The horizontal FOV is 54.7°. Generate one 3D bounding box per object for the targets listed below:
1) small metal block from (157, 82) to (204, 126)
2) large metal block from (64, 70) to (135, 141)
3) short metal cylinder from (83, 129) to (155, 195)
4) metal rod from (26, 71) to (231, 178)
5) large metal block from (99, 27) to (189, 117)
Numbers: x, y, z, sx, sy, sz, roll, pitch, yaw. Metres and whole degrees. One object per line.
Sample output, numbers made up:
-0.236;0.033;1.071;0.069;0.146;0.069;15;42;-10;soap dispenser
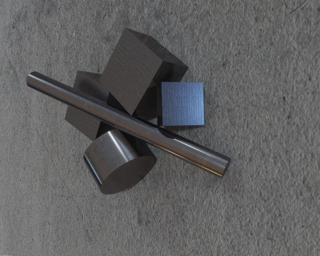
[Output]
0.024;-0.028;0.368;0.025;0.050;0.050;175;94;-75;small metal block
-0.091;-0.033;0.465;0.080;0.050;0.079;31;109;35;large metal block
-0.054;0.044;0.415;0.080;0.081;0.050;-51;60;28;short metal cylinder
-0.055;-0.013;0.398;0.301;0.025;0.025;24;106;20;metal rod
-0.024;-0.071;0.406;0.080;0.050;0.080;47;118;29;large metal block
